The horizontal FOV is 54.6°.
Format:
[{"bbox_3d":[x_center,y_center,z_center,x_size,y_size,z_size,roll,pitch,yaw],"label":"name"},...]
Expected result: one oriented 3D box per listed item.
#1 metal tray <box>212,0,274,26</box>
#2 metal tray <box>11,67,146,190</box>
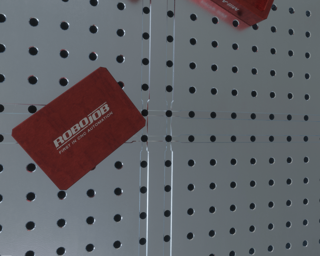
[{"bbox_3d":[0.110,-0.222,0.449,0.131,0.030,0.090,25,82,-18],"label":"metal tray"},{"bbox_3d":[-0.094,-0.001,0.375,0.130,0.030,0.090,-40,103,-16],"label":"metal tray"}]
